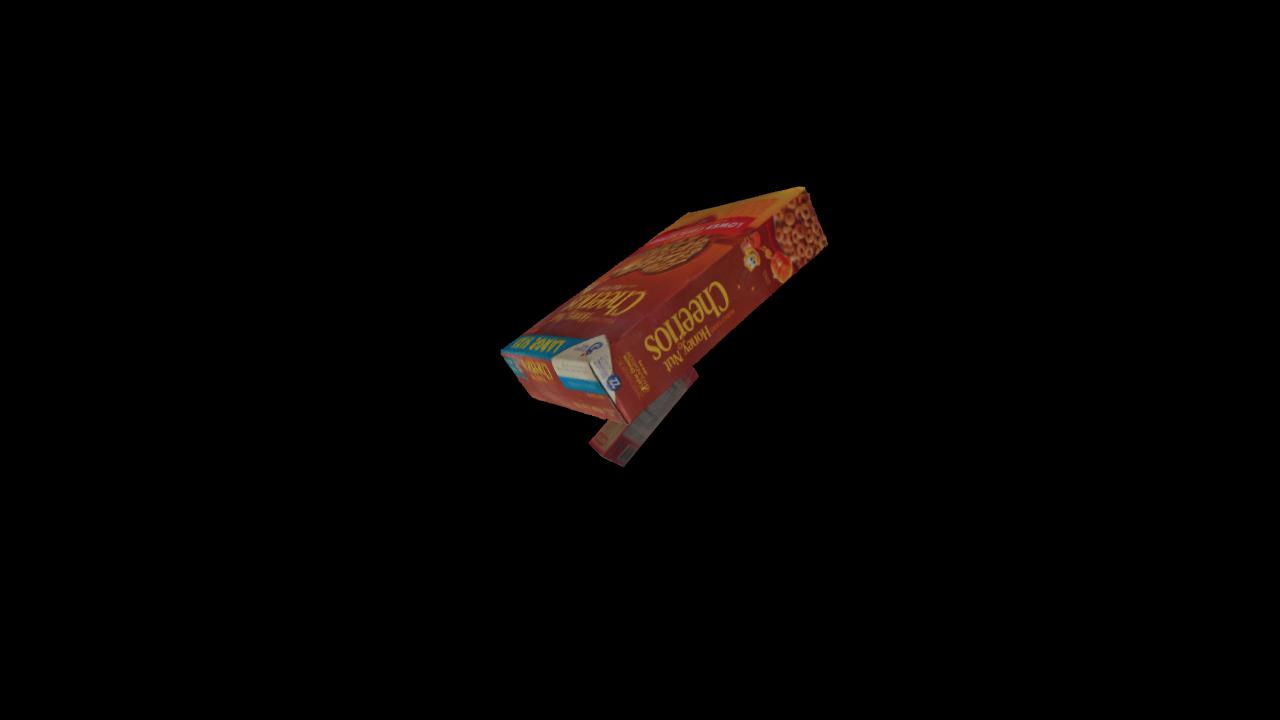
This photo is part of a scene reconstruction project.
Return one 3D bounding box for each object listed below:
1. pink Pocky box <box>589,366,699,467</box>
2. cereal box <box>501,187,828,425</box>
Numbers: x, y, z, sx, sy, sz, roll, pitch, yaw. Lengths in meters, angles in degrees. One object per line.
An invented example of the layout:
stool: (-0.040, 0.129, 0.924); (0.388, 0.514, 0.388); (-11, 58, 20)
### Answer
pink Pocky box: (0.008, 0.059, 0.759); (0.029, 0.155, 0.084); (39, -3, 24)
cereal box: (0.023, -0.065, 0.647); (0.306, 0.081, 0.203); (-39, 23, -24)
